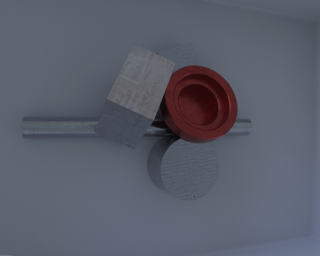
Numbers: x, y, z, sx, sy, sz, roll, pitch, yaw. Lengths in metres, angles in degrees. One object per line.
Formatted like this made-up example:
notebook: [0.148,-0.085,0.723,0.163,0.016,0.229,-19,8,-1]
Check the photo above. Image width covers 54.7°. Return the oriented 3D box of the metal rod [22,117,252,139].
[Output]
metal rod: [-0.013,-0.001,0.403,0.303,0.025,0.025,0,90,-21]

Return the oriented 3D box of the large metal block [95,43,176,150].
large metal block: [-0.030,-0.033,0.354,0.050,0.080,0.080,25,59,-8]

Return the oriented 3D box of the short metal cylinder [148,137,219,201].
short metal cylinder: [0.030,0.050,0.407,0.081,0.050,0.079,0,90,-21]

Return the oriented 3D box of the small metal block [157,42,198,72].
small metal block: [0.023,-0.082,0.419,0.050,0.025,0.050,-22,98,-19]

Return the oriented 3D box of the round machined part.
round machined part: [0.046,-0.027,0.398,0.099,0.042,0.098,6,70,-18]
